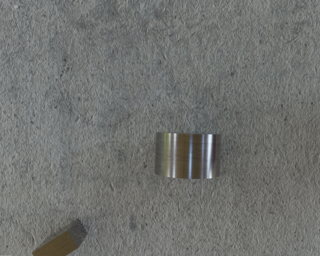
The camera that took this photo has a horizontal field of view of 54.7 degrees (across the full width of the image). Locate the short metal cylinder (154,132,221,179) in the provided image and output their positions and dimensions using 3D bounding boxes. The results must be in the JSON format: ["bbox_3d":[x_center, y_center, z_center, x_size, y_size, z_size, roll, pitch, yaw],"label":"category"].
[{"bbox_3d":[0.034,0.031,0.383,0.081,0.080,0.050,2,90,0],"label":"short metal cylinder"}]

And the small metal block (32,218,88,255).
[{"bbox_3d":[-0.126,0.147,0.397,0.050,0.050,0.025,-32,90,0],"label":"small metal block"}]
